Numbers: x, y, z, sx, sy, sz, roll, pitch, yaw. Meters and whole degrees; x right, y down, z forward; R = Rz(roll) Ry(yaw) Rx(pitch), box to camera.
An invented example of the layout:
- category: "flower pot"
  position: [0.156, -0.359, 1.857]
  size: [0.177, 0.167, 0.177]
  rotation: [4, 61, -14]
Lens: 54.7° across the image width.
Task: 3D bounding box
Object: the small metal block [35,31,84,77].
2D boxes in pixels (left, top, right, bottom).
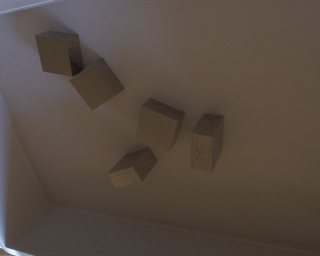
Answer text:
- category: "small metal block"
  position: [-0.134, -0.100, 0.415]
  size: [0.050, 0.025, 0.050]
  rotation: [12, 124, 21]

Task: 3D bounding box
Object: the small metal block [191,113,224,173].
- category: "small metal block"
  position: [0.057, 0.017, 0.372]
  size: [0.025, 0.050, 0.050]
  rotation: [10, 123, 22]

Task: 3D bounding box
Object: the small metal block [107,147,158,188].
- category: "small metal block"
  position: [-0.039, 0.057, 0.447]
  size: [0.050, 0.050, 0.025]
  rotation: [-19, 108, 35]

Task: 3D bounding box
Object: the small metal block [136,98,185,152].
- category: "small metal block"
  position: [0.000, -0.004, 0.405]
  size: [0.050, 0.025, 0.050]
  rotation: [23, 127, 13]

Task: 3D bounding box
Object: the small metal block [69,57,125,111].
- category: "small metal block"
  position: [-0.084, -0.058, 0.415]
  size: [0.050, 0.025, 0.050]
  rotation: [-26, 104, 37]
